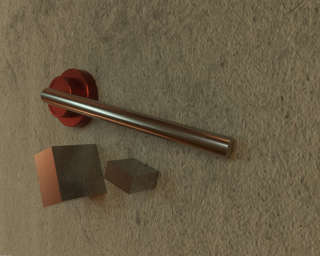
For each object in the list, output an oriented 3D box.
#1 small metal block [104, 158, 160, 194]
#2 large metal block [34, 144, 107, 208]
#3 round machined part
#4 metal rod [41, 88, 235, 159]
[{"bbox_3d":[-0.038,0.063,0.418,0.050,0.050,0.025,23,105,37],"label":"small metal block"},{"bbox_3d":[-0.138,0.072,0.480,0.050,0.081,0.080,-24,75,37],"label":"large metal block"},{"bbox_3d":[-0.151,-0.050,0.515,0.098,0.042,0.097,0,90,39],"label":"round machined part"},{"bbox_3d":[-0.049,-0.014,0.412,0.300,0.025,0.025,16,101,29],"label":"metal rod"}]
